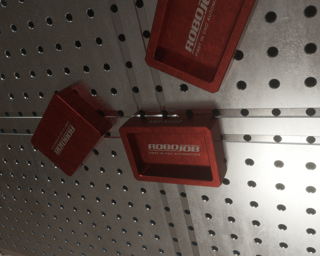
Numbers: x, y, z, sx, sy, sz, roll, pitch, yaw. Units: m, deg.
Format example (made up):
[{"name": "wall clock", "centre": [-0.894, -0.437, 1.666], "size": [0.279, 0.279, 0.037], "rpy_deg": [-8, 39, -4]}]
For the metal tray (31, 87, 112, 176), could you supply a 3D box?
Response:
[{"name": "metal tray", "centre": [-0.143, 0.010, 0.487], "size": [0.090, 0.030, 0.129], "rpy_deg": [42, 129, -1]}]

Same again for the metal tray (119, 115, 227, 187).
[{"name": "metal tray", "centre": [0.017, 0.031, 0.416], "size": [0.130, 0.030, 0.089], "rpy_deg": [-1, 118, 28]}]

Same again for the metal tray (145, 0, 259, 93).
[{"name": "metal tray", "centre": [0.042, -0.111, 0.316], "size": [0.090, 0.030, 0.129], "rpy_deg": [25, 127, 12]}]
